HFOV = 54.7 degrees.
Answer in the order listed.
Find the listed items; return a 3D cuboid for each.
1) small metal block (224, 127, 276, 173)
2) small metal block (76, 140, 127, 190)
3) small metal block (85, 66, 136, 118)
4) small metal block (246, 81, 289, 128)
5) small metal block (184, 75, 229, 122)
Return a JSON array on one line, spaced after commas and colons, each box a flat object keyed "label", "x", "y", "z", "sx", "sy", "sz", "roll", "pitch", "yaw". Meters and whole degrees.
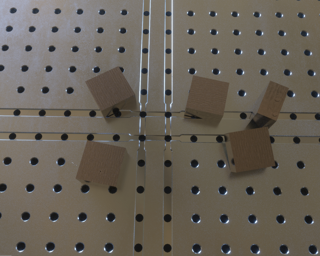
[{"label": "small metal block", "x": 0.114, "y": 0.028, "z": 0.397, "sx": 0.050, "sy": 0.025, "sz": 0.050, "roll": -9, "pitch": 85, "yaw": -4}, {"label": "small metal block", "x": -0.073, "y": 0.047, "z": 0.394, "sx": 0.050, "sy": 0.025, "sz": 0.050, "roll": 11, "pitch": 70, "yaw": 3}, {"label": "small metal block", "x": -0.068, "y": -0.050, "z": 0.429, "sx": 0.050, "sy": 0.025, "sz": 0.050, "roll": -28, "pitch": 73, "yaw": -10}, {"label": "small metal block", "x": 0.141, "y": -0.026, "z": 0.410, "sx": 0.025, "sy": 0.050, "sz": 0.050, "roll": 25, "pitch": 72, "yaw": 8}, {"label": "small metal block", "x": 0.064, "y": -0.040, "z": 0.427, "sx": 0.050, "sy": 0.025, "sz": 0.050, "roll": 13, "pitch": 70, "yaw": 4}]
